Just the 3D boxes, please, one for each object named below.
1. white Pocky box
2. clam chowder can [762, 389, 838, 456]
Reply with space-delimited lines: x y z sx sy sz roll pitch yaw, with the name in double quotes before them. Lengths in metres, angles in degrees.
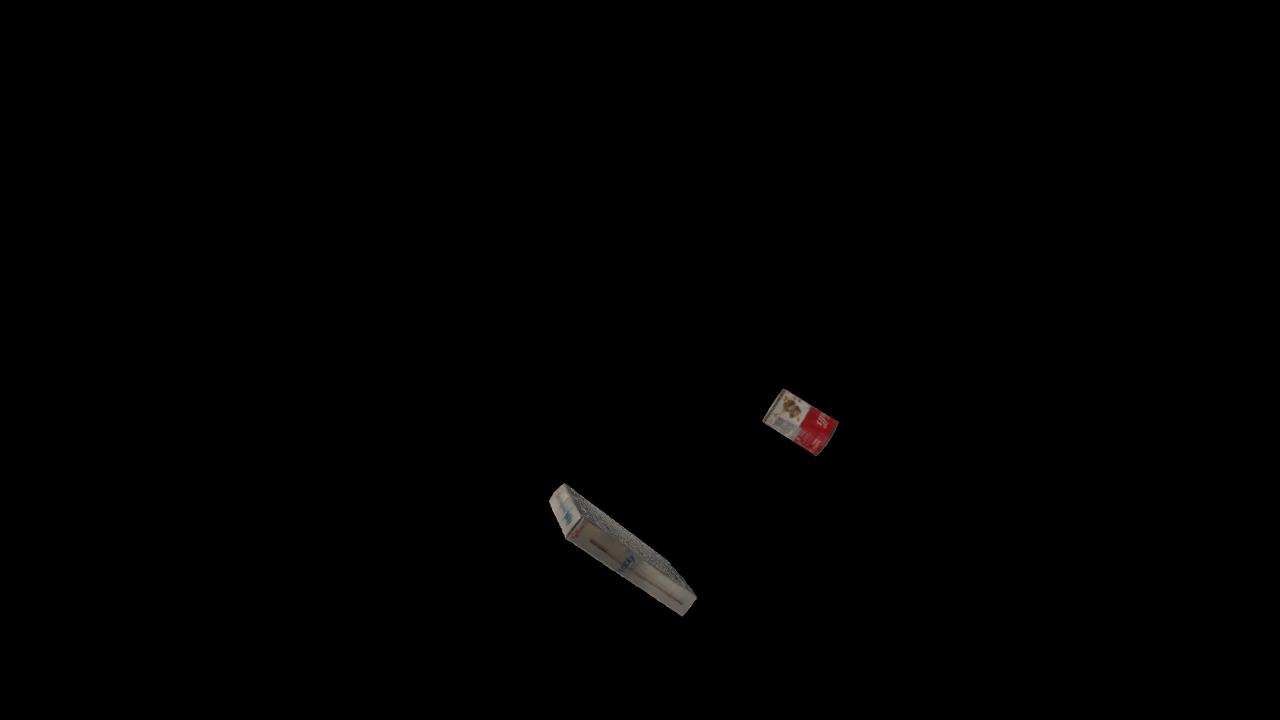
"white Pocky box" -0.017 0.185 0.601 0.154 0.028 0.084 42 -5 -22
"clam chowder can" 0.259 0.100 1.000 0.102 0.068 0.068 32 7 11
